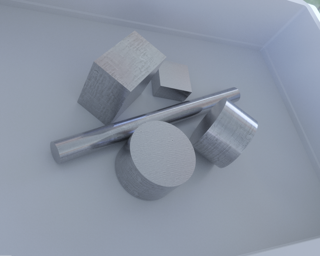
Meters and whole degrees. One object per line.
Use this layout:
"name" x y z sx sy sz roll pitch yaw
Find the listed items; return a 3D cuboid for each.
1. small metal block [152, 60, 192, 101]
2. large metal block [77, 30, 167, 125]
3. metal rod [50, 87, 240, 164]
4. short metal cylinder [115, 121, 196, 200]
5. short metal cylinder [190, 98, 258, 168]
"small metal block" 0.016 -0.071 0.457 0.050 0.025 0.050 8 58 -24
"large metal block" -0.048 -0.060 0.381 0.050 0.080 0.080 40 51 -2
"metal rod" 0.005 -0.014 0.417 0.302 0.025 0.025 -19 72 -36
"short metal cylinder" -0.006 0.038 0.362 0.081 0.050 0.080 14 56 -21
"short metal cylinder" 0.082 0.006 0.412 0.050 0.080 0.080 37 51 -4
